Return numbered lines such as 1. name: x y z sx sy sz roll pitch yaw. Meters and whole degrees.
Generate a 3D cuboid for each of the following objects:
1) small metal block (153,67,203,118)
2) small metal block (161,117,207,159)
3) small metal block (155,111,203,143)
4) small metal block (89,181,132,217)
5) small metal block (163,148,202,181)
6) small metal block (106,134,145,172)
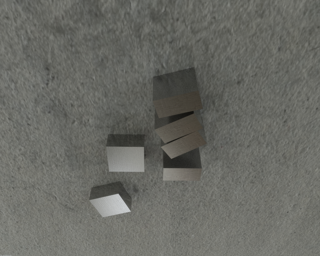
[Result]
1. small metal block: 0.020 -0.041 0.356 0.050 0.050 0.025 -12 129 9
2. small metal block: 0.029 0.005 0.396 0.050 0.050 0.025 -25 126 20
3. small metal block: 0.022 -0.015 0.379 0.050 0.050 0.025 -23 127 17
4. small metal block: -0.080 0.117 0.506 0.050 0.025 0.050 -15 129 12
5. small metal block: 0.029 0.046 0.430 0.050 0.050 0.025 1 130 -1
6. small metal block: -0.047 0.036 0.437 0.050 0.025 0.050 1 130 -1
